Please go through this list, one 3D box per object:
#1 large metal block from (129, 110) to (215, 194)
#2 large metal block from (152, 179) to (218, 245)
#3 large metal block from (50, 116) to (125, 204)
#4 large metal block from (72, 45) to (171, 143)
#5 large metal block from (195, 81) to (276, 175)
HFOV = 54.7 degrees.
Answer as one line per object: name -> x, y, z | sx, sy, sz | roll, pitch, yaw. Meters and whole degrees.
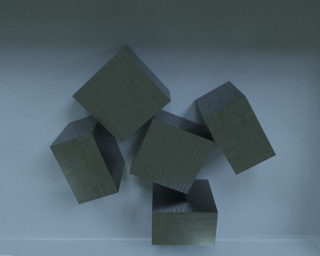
large metal block -> 0.014, 0.029, 0.407 | 0.080, 0.050, 0.079 | 21, 109, -8
large metal block -> 0.030, 0.112, 0.423 | 0.081, 0.080, 0.050 | 1, 110, -1
large metal block -> -0.086, 0.035, 0.392 | 0.050, 0.080, 0.080 | -18, 109, 6
large metal block -> -0.044, -0.043, 0.380 | 0.080, 0.050, 0.080 | -40, 106, 13
large metal block -> 0.089, -0.003, 0.380 | 0.050, 0.080, 0.080 | -29, 108, 10
